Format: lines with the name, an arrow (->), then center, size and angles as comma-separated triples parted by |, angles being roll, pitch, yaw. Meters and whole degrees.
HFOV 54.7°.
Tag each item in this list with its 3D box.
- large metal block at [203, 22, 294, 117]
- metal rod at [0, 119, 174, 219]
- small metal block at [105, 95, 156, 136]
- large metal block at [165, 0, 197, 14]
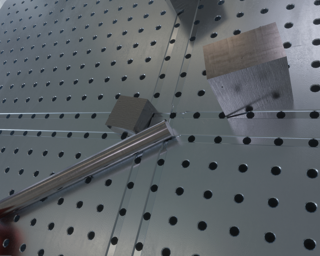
large metal block -> 0.103, -0.063, 0.358 | 0.080, 0.080, 0.050 | -14, 56, 20
metal rod -> -0.120, 0.064, 0.432 | 0.301, 0.025, 0.025 | -26, 53, 11
small metal block -> -0.042, -0.017, 0.441 | 0.050, 0.025, 0.050 | 11, 67, 33
large metal block -> 0.037, -0.252, 0.508 | 0.080, 0.080, 0.050 | -33, 52, 7
